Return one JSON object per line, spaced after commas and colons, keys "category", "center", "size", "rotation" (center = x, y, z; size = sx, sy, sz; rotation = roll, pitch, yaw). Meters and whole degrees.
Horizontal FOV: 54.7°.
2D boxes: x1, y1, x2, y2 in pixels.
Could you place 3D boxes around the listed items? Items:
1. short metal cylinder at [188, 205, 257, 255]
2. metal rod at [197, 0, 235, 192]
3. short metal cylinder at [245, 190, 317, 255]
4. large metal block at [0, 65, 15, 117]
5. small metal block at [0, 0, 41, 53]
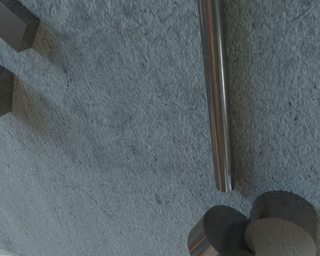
{"category": "short metal cylinder", "center": [0.085, 0.153, 0.422], "size": [0.080, 0.080, 0.050], "rotation": [32, 129, 7]}
{"category": "metal rod", "center": [0.062, -0.054, 0.340], "size": [0.025, 0.025, 0.298], "rotation": [4, 121, 26]}
{"category": "short metal cylinder", "center": [0.152, 0.126, 0.388], "size": [0.080, 0.050, 0.079], "rotation": [13, 124, 21]}
{"category": "large metal block", "center": [-0.289, -0.067, 0.501], "size": [0.080, 0.050, 0.079], "rotation": [32, 129, 7]}
{"category": "small metal block", "center": [-0.198, -0.141, 0.424], "size": [0.050, 0.025, 0.050], "rotation": [41, 129, -1]}
